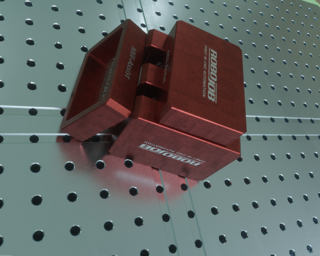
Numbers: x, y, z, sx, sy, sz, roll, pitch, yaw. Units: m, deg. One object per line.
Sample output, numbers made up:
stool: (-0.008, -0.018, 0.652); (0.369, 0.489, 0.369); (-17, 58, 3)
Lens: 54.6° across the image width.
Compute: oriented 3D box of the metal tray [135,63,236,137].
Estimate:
metal tray: (0.021, -0.021, 0.389); (0.131, 0.090, 0.030); (19, 53, -19)

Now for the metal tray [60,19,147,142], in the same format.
metal tray: (-0.064, -0.057, 0.363); (0.030, 0.090, 0.130); (35, 47, -34)

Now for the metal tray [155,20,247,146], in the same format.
metal tray: (0.048, -0.053, 0.346); (0.091, 0.030, 0.130); (19, 54, -17)

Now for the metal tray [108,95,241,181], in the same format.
metal tray: (0.016, 0.018, 0.363); (0.131, 0.090, 0.030); (19, 55, -17)

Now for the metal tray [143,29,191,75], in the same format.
metal tray: (0.028, -0.070, 0.422); (0.131, 0.090, 0.030); (19, 55, -17)
